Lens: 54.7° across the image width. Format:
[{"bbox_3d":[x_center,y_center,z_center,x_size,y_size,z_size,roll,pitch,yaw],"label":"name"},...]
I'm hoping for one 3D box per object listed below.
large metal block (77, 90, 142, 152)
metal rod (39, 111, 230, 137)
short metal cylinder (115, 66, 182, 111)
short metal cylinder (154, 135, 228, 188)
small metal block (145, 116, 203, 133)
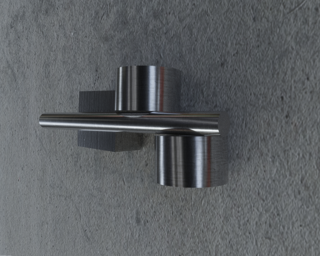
[{"bbox_3d":[-0.071,-0.011,0.443,0.080,0.050,0.079,4,93,39],"label":"large metal block"},{"bbox_3d":[-0.057,-0.008,0.385,0.300,0.025,0.025,2,91,38],"label":"metal rod"},{"bbox_3d":[-0.014,-0.045,0.382,0.080,0.081,0.050,3,92,39],"label":"short metal cylinder"},{"bbox_3d":[0.034,0.033,0.340,0.080,0.081,0.050,0,90,39],"label":"short metal cylinder"},{"bbox_3d":[0.017,-0.005,0.373,0.050,0.050,0.025,2,91,39],"label":"small metal block"}]
